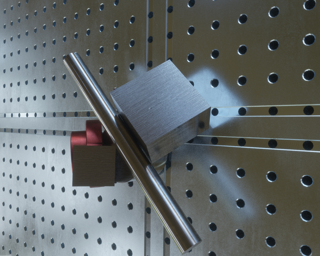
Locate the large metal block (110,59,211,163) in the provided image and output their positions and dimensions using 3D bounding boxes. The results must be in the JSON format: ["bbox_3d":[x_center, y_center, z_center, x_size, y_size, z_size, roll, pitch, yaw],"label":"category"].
[{"bbox_3d":[0.001,-0.020,0.359,0.080,0.050,0.080,-31,63,-11],"label":"large metal block"}]

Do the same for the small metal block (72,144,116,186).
[{"bbox_3d":[-0.082,0.046,0.388,0.025,0.050,0.050,-166,78,-80],"label":"small metal block"}]

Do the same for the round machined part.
[{"bbox_3d":[-0.104,0.037,0.446,0.098,0.042,0.097,177,89,-78],"label":"round machined part"}]

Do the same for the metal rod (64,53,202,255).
[{"bbox_3d":[-0.047,0.012,0.378,0.025,0.025,0.300,-51,61,28],"label":"metal rod"}]

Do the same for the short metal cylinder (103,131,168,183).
[{"bbox_3d":[-0.036,0.031,0.418,0.080,0.050,0.079,0,90,40],"label":"short metal cylinder"}]
